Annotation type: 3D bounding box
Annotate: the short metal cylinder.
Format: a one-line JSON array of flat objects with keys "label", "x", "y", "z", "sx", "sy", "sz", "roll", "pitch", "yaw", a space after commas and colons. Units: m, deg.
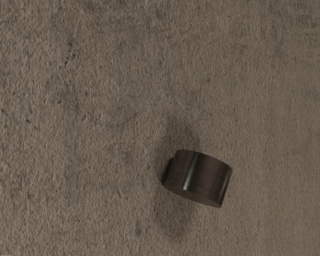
[{"label": "short metal cylinder", "x": 0.051, "y": 0.068, "z": 0.414, "sx": 0.080, "sy": 0.080, "sz": 0.050, "roll": 34, "pitch": 69, "yaw": -35}]
